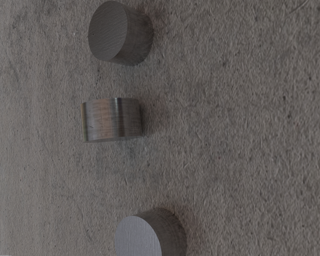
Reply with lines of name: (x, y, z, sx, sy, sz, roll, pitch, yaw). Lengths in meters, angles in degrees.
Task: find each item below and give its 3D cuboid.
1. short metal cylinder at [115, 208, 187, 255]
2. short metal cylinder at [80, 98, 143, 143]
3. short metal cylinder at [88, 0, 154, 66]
short metal cylinder: (-0.012, 0.148, 0.399, 0.080, 0.050, 0.080, 0, 90, 40)
short metal cylinder: (-0.066, -0.009, 0.424, 0.080, 0.081, 0.050, -10, 84, 39)
short metal cylinder: (-0.055, -0.130, 0.435, 0.080, 0.050, 0.080, 0, 90, 40)
